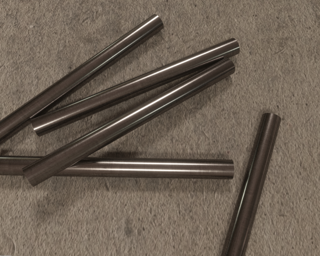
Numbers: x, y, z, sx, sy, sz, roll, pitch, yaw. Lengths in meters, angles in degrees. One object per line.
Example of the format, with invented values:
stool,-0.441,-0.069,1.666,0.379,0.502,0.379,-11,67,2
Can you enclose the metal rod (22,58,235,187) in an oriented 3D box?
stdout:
metal rod,-0.026,-0.016,0.397,0.302,0.025,0.025,-30,73,-17

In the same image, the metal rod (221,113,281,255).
metal rod,0.095,0.117,0.366,0.025,0.025,0.300,20,71,7

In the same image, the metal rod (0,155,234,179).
metal rod,-0.060,0.049,0.389,0.302,0.025,0.025,1,70,0

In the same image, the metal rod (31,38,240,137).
metal rod,-0.027,-0.060,0.429,0.302,0.025,0.025,-24,72,-9

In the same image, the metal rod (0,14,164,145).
metal rod,-0.116,-0.068,0.431,0.301,0.025,0.025,-39,75,-13
